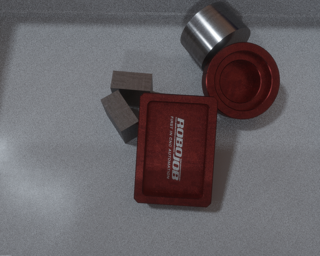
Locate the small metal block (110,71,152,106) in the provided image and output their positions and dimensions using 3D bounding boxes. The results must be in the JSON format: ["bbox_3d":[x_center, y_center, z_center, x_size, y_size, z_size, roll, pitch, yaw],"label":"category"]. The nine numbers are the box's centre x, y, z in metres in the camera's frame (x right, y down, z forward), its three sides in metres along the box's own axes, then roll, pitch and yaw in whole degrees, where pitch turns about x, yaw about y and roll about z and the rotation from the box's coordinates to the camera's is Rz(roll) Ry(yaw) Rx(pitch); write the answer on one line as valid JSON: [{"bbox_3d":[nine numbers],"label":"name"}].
[{"bbox_3d":[-0.036,-0.051,0.415,0.050,0.050,0.025,5,70,1],"label":"small metal block"}]

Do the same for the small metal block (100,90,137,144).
[{"bbox_3d":[-0.049,-0.013,0.401,0.025,0.050,0.050,-31,73,-11],"label":"small metal block"}]

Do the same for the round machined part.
[{"bbox_3d":[0.103,-0.061,0.411,0.099,0.042,0.097,-1,94,-8],"label":"round machined part"}]

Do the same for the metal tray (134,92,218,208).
[{"bbox_3d":[0.019,0.025,0.373,0.091,0.030,0.129,4,92,1],"label":"metal tray"}]

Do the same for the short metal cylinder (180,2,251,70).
[{"bbox_3d":[0.076,-0.124,0.426,0.080,0.080,0.050,-31,73,-11],"label":"short metal cylinder"}]
